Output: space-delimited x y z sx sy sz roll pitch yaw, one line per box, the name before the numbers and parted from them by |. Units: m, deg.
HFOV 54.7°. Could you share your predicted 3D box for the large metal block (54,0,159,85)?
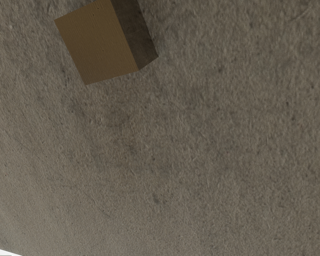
large metal block | -0.060 -0.103 0.357 0.080 0.050 0.080 -9 114 31
